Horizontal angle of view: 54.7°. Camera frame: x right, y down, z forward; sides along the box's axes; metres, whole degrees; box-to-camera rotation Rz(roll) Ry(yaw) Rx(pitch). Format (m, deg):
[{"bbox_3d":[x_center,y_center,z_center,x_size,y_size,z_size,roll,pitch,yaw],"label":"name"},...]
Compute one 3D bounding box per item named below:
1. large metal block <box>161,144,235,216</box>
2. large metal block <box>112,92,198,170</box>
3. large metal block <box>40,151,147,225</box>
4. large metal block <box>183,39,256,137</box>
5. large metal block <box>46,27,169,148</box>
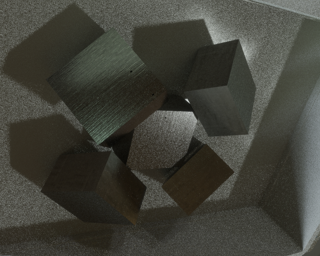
[{"bbox_3d":[0.051,0.067,0.432,0.080,0.050,0.080,-44,174,2],"label":"large metal block"},{"bbox_3d":[-0.007,0.004,0.387,0.081,0.050,0.079,1,118,-29],"label":"large metal block"},{"bbox_3d":[-0.075,0.073,0.368,0.080,0.050,0.080,-7,137,30],"label":"large metal block"},{"bbox_3d":[0.077,-0.046,0.377,0.080,0.050,0.080,55,42,-39],"label":"large metal block"},{"bbox_3d":[-0.049,-0.037,0.310,0.080,0.080,0.050,-39,173,-2],"label":"large metal block"}]
